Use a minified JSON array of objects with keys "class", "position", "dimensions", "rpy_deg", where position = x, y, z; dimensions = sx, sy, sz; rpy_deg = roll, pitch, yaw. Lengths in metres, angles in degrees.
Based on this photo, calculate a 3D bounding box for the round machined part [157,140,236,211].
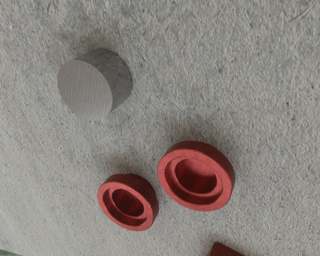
[{"class":"round machined part","position":[0.050,0.058,0.404],"dimensions":[0.098,0.042,0.097],"rpy_deg":[13,124,20]}]

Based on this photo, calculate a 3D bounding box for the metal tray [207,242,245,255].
[{"class":"metal tray","position":[0.107,0.251,0.501],"dimensions":[0.090,0.030,0.129],"rpy_deg":[24,127,12]}]

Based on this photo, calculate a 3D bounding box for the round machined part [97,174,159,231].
[{"class":"round machined part","position":[-0.045,0.111,0.487],"dimensions":[0.098,0.042,0.097],"rpy_deg":[13,124,20]}]

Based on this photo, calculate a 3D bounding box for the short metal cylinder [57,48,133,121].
[{"class":"short metal cylinder","position":[-0.082,-0.056,0.398],"dimensions":[0.080,0.050,0.079],"rpy_deg":[13,124,20]}]
